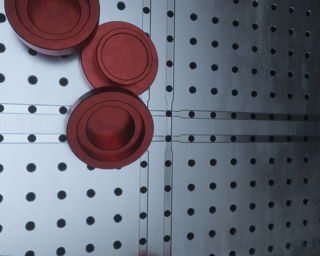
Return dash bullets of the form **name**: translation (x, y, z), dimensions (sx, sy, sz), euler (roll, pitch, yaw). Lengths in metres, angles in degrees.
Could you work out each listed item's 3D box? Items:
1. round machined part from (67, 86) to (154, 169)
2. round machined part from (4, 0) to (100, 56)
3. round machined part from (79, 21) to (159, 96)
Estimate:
- **round machined part**: translation (-0.060, -0.003, 0.370), dimensions (0.099, 0.042, 0.097), euler (-6, 114, -13)
- **round machined part**: translation (-0.119, -0.130, 0.354), dimensions (0.099, 0.042, 0.098), euler (1, 85, -13)
- **round machined part**: translation (-0.048, -0.084, 0.386), dimensions (0.099, 0.042, 0.097), euler (0, 90, -20)
